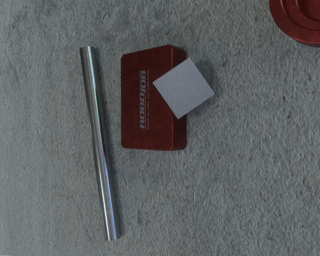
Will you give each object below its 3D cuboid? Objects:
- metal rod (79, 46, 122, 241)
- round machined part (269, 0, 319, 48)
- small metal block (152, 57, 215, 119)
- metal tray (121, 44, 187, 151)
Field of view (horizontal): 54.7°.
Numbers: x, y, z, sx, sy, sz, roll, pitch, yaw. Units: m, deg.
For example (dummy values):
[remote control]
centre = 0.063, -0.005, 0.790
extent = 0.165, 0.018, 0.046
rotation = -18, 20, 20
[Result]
[metal rod]
centre = -0.094, 0.019, 0.482
extent = 0.025, 0.025, 0.298
rotation = -15, 80, 39
[round machined part]
centre = 0.151, -0.119, 0.269
extent = 0.098, 0.042, 0.097
rotation = 0, 90, 40
[small metal block]
centre = 0.026, -0.044, 0.357
extent = 0.050, 0.025, 0.050
rotation = -35, 91, -2
[metal tray]
centre = -0.010, -0.037, 0.410
extent = 0.090, 0.030, 0.129
rotation = 0, 90, 40
